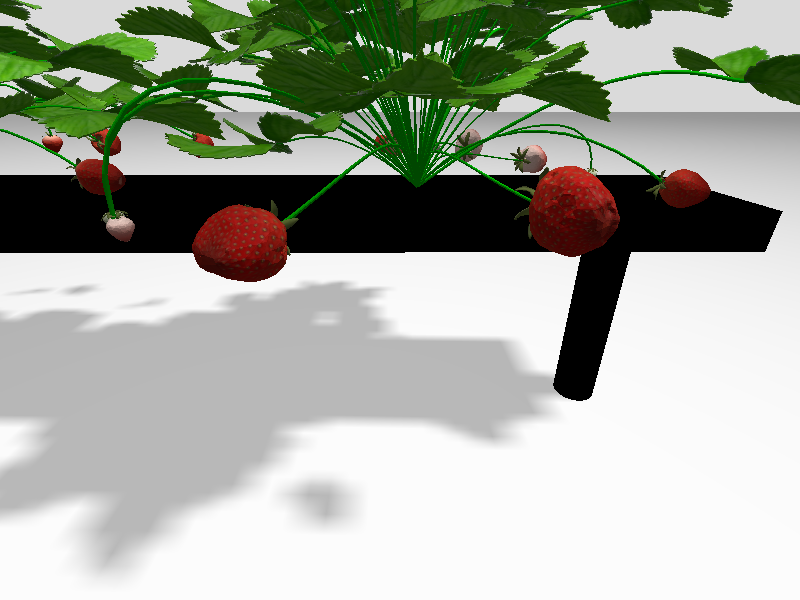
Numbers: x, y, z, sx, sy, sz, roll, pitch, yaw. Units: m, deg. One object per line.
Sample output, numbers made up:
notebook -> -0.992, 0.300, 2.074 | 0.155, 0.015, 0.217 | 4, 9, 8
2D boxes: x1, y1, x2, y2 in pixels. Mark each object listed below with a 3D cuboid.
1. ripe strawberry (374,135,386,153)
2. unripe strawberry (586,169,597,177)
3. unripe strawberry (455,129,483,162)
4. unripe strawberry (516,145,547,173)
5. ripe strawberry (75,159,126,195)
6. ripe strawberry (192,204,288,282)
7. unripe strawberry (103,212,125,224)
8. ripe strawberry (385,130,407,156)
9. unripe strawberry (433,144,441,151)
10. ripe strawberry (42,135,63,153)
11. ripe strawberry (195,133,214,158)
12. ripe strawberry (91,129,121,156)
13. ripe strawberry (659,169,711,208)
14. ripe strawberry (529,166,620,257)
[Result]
ripe strawberry -> -0.024, -0.218, 0.559 | 0.024, 0.025, 0.026 | -4, 26, -8
unripe strawberry -> 0.158, -0.103, 0.334 | 0.010, 0.011, 0.011 | 1, 27, 2
unripe strawberry -> 0.082, -0.183, 0.474 | 0.032, 0.037, 0.035 | 11, 28, 21
unripe strawberry -> 0.133, -0.141, 0.399 | 0.031, 0.026, 0.031 | -14, 30, -27
ripe strawberry -> -0.227, -0.094, 0.306 | 0.030, 0.026, 0.030 | 12, 28, 4
ripe strawberry -> -0.062, -0.020, 0.154 | 0.035, 0.031, 0.032 | 10, 29, 18
unripe strawberry -> -0.152, -0.042, 0.213 | 0.010, 0.010, 0.009 | -21, 33, -35
ripe strawberry -> -0.004, -0.202, 0.514 | 0.031, 0.035, 0.034 | -2, 9, -5
unripe strawberry -> 0.047, -0.197, 0.518 | 0.011, 0.011, 0.010 | 4, 27, 8
ripe strawberry -> -0.463, -0.208, 0.535 | 0.021, 0.021, 0.018 | -3, 27, -6
ripe strawberry -> -0.245, -0.191, 0.498 | 0.027, 0.030, 0.029 | 25, -7, 40
ripe strawberry -> -0.394, -0.213, 0.541 | 0.032, 0.034, 0.035 | 5, 17, 9
ripe strawberry -> 0.192, -0.075, 0.269 | 0.029, 0.024, 0.029 | 19, 31, 16
ripe strawberry -> 0.078, -0.039, 0.181 | 0.036, 0.041, 0.039 | -10, 29, -18
